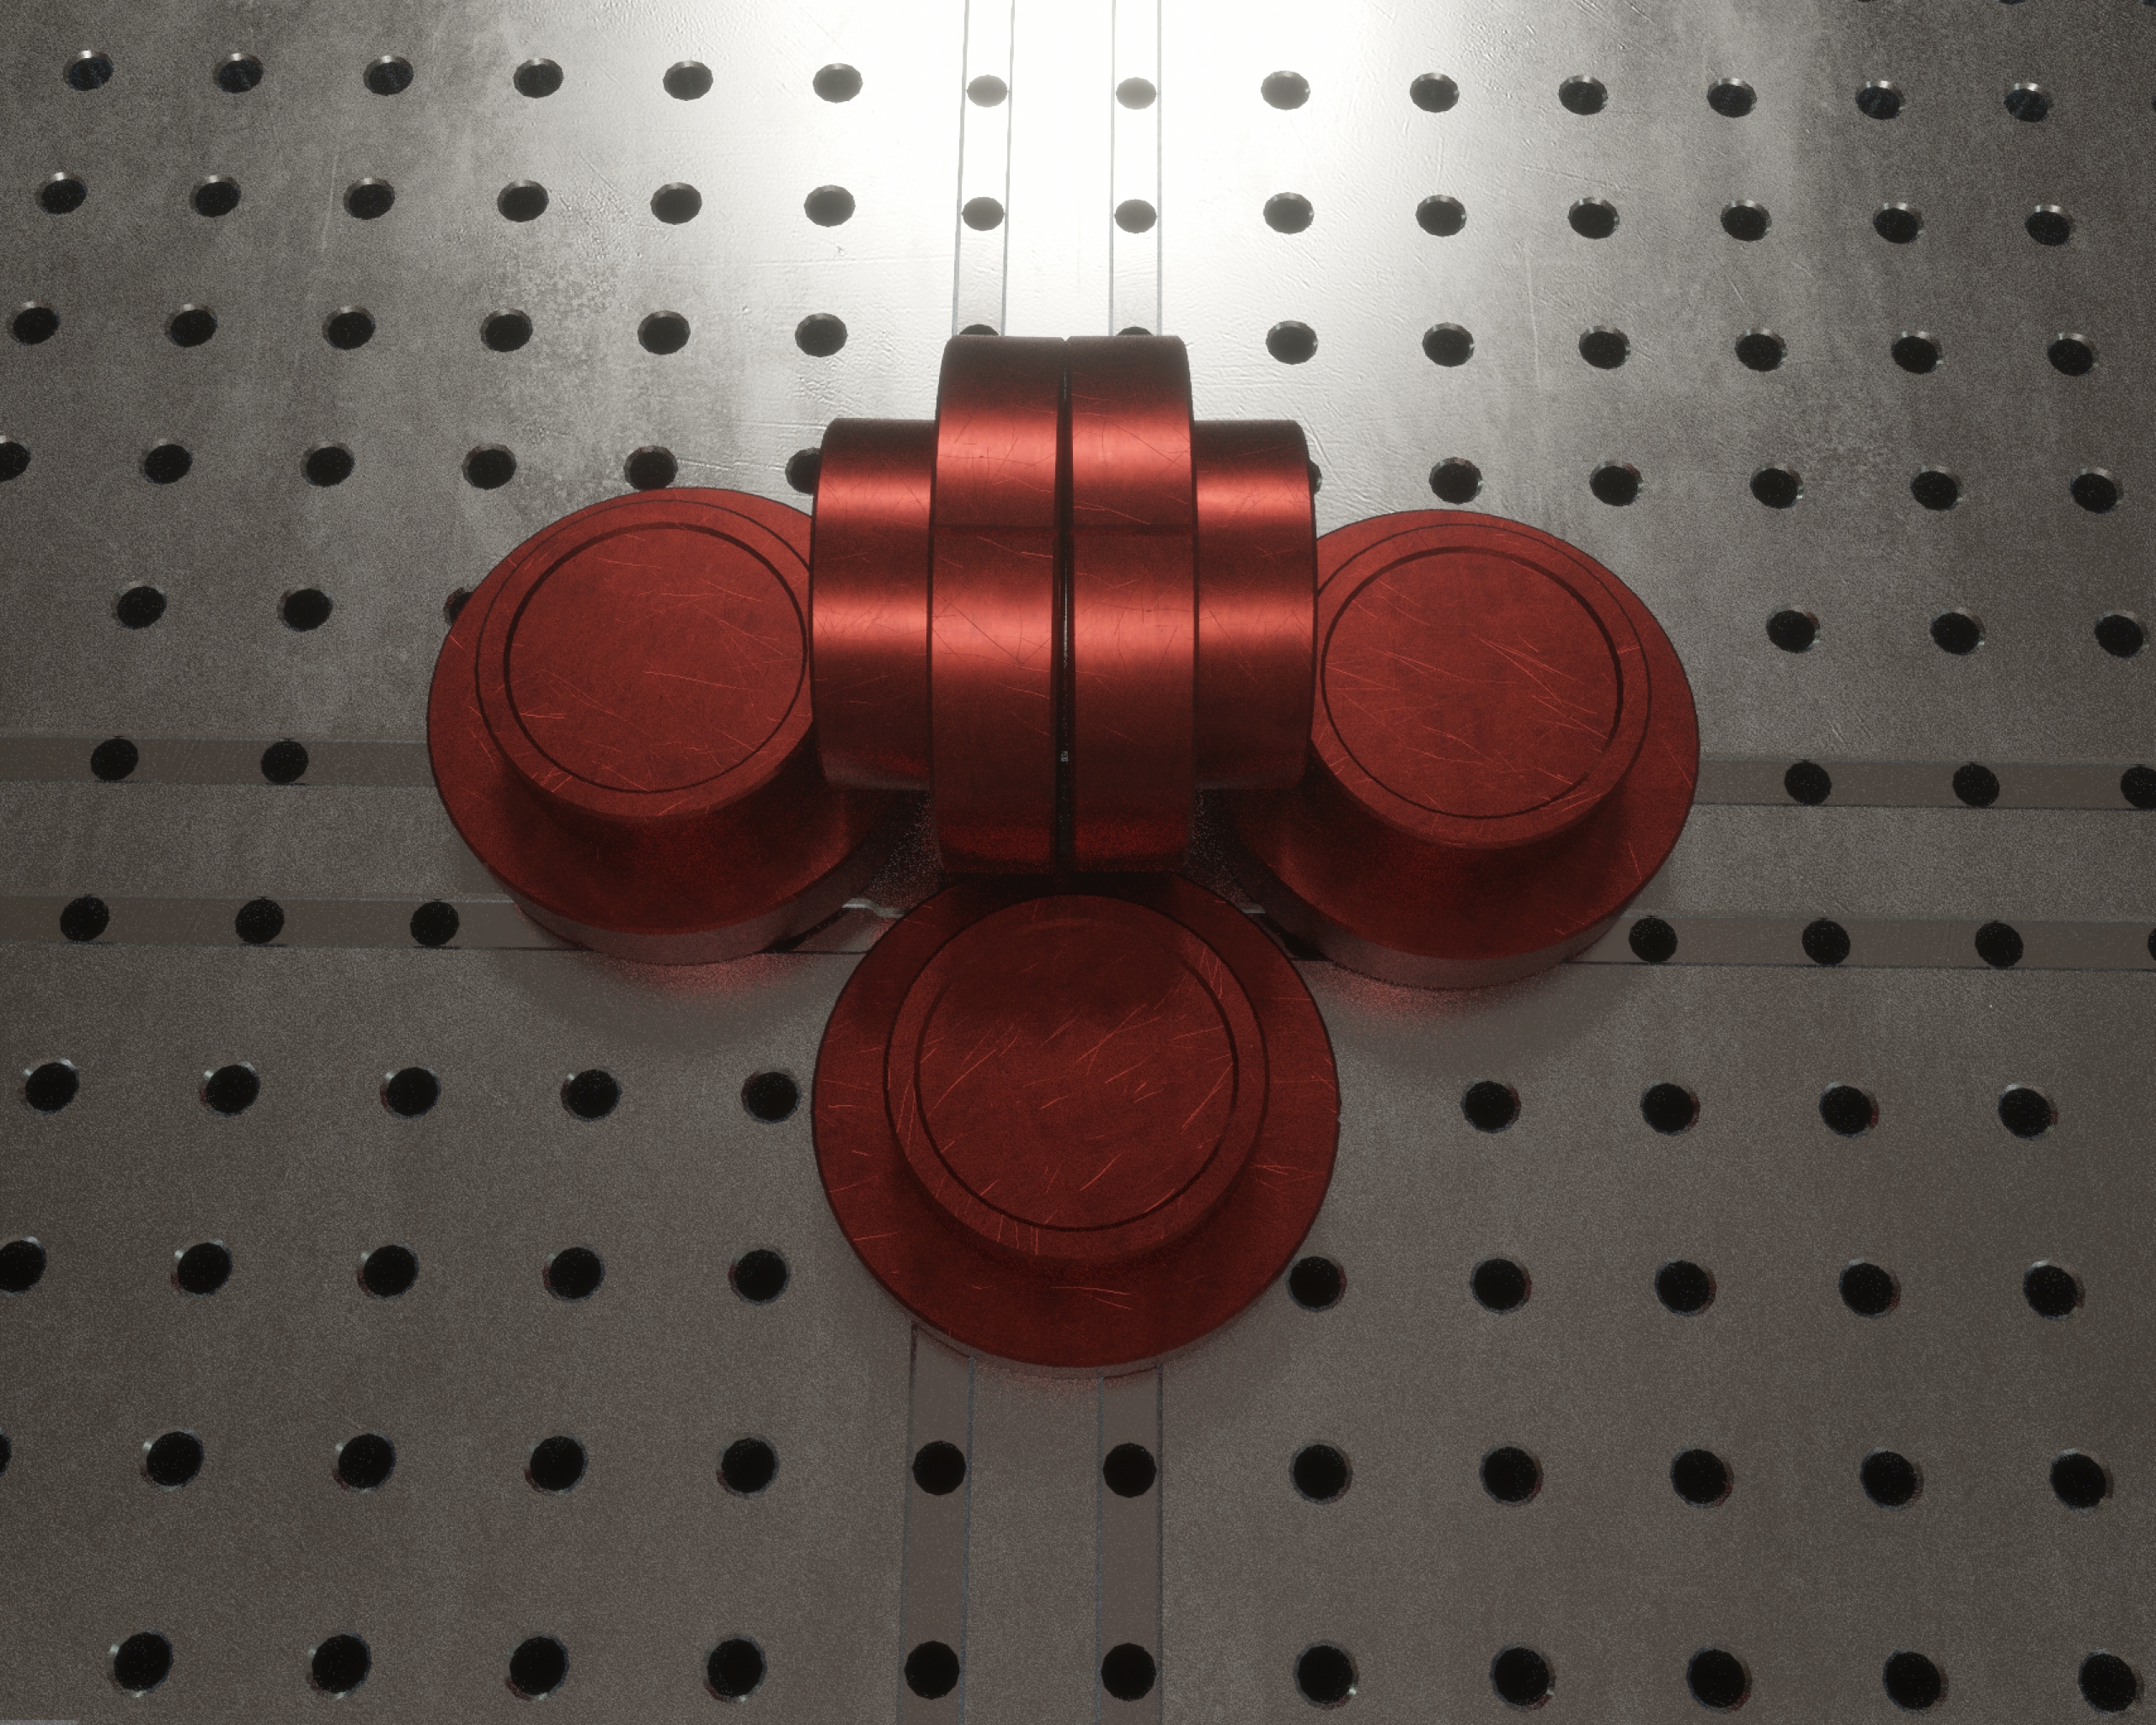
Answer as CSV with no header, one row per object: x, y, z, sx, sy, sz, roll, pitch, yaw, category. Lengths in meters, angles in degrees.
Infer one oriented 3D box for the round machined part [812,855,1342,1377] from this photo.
0.000,0.044,0.386,0.099,0.042,0.098,0,70,-1,round machined part

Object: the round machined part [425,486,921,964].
-0.080,-0.032,0.413,0.099,0.042,0.098,0,70,-1,round machined part

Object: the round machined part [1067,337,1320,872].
0.020,-0.047,0.385,0.042,0.098,0.098,-1,70,-1,round machined part

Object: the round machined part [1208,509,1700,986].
0.074,-0.028,0.413,0.099,0.042,0.098,0,70,-1,round machined part

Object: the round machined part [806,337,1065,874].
-0.024,-0.047,0.383,0.042,0.098,0.098,1,70,0,round machined part
